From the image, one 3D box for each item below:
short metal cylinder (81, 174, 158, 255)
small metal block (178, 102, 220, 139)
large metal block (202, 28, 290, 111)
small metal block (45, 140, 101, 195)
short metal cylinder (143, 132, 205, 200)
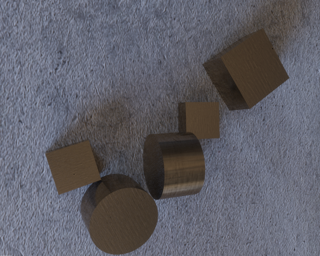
[{"bbox_3d":[-0.049,0.101,0.370,0.081,0.050,0.079,-5,102,-24],"label":"short metal cylinder"},{"bbox_3d":[0.054,-0.010,0.429,0.050,0.025,0.050,-2,91,-20],"label":"small metal block"},{"bbox_3d":[0.122,-0.081,0.441,0.080,0.050,0.080,-36,102,-16],"label":"large metal block"},{"bbox_3d":[-0.104,0.045,0.371,0.050,0.025,0.050,-18,96,-19],"label":"small metal block"},{"bbox_3d":[0.015,0.046,0.386,0.050,0.080,0.079,-3,91,-20],"label":"short metal cylinder"}]
